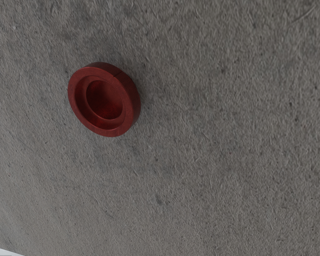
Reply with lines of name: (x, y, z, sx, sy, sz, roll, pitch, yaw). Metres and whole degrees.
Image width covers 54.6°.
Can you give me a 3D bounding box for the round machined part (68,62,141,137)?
round machined part: (-0.068, -0.040, 0.408, 0.098, 0.042, 0.097, 13, 124, 21)
